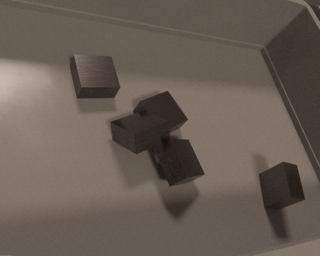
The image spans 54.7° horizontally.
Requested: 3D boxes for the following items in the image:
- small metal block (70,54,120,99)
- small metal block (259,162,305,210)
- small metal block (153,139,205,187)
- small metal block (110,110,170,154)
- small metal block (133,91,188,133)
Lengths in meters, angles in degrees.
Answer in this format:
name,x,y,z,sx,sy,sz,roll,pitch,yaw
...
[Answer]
name,x,y,z,sx,sy,sz,roll,pitch,yaw
small metal block,-0.085,-0.066,0.402,0.050,0.025,0.050,-4,64,-31
small metal block,0.169,0.082,0.433,0.025,0.050,0.050,15,56,-21
small metal block,0.024,0.041,0.382,0.050,0.025,0.050,6,56,-58
small metal block,-0.024,0.003,0.373,0.050,0.025,0.050,-22,30,-34
small metal block,0.001,-0.017,0.418,0.050,0.025,0.050,-26,76,-37
